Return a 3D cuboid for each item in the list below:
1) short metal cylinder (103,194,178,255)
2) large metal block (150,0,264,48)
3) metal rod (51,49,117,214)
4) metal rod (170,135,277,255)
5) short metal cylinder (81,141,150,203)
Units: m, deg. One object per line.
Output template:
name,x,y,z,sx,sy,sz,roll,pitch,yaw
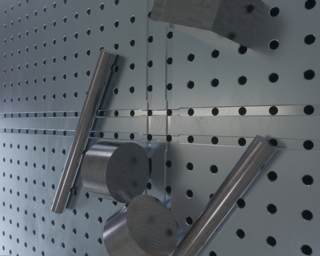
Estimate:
short metal cylinder,-0.024,0.132,0.393,0.050,0.081,0.080,-42,65,32
large metal block,0.050,-0.126,0.332,0.080,0.081,0.050,26,106,37
metal rod,-0.131,0.016,0.517,0.025,0.025,0.298,34,111,34
metal rod,0.042,0.135,0.374,0.025,0.025,0.298,44,116,31
short metal cylinder,-0.059,0.058,0.423,0.050,0.081,0.079,0,90,40
